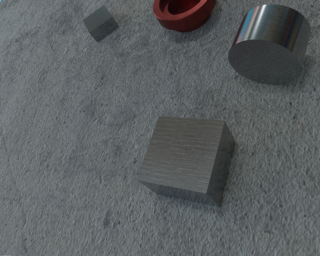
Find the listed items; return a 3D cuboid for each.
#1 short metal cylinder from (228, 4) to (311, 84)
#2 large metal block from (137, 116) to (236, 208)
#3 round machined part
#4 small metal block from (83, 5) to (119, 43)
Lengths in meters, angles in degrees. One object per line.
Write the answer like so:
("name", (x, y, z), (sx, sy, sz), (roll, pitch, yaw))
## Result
("short metal cylinder", (0.126, -0.094, 0.360), (0.080, 0.080, 0.050), (12, 68, 33))
("large metal block", (0.032, 0.036, 0.348), (0.080, 0.050, 0.080), (5, 64, 30))
("round machined part", (0.042, -0.190, 0.486), (0.098, 0.042, 0.098), (-13, 56, 20))
("small metal block", (-0.111, -0.196, 0.580), (0.050, 0.025, 0.050), (-34, 52, 5))
